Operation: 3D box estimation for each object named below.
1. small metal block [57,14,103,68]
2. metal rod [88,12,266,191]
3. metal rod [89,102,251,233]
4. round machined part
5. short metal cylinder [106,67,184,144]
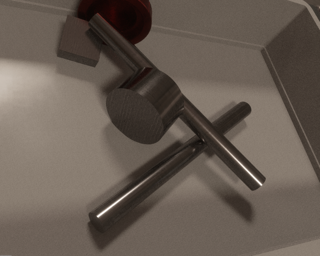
[{"bbox_3d":[-0.104,-0.114,0.411,0.050,0.025,0.050,13,75,-21],"label":"small metal block"},{"bbox_3d":[0.023,-0.033,0.401,0.300,0.025,0.025,45,51,-1],"label":"metal rod"},{"bbox_3d":[0.036,0.032,0.406,0.302,0.025,0.025,-32,80,-38],"label":"metal rod"},{"bbox_3d":[-0.060,-0.161,0.425,0.099,0.098,0.042,13,59,-21],"label":"round machined part"},{"bbox_3d":[-0.018,-0.027,0.378,0.080,0.080,0.050,41,51,-1],"label":"short metal cylinder"}]
